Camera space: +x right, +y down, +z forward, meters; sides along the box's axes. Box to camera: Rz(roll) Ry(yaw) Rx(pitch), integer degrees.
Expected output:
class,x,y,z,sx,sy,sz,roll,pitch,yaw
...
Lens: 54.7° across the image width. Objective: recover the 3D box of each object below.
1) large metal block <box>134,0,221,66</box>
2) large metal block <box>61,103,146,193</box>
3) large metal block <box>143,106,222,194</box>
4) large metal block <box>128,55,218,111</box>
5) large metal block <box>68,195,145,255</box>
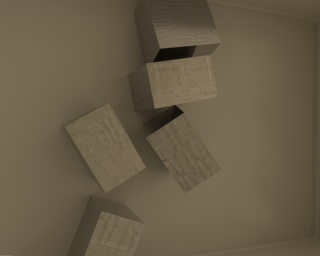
class,x,y,z,sx,sy,sz,roll,pitch,yaw
large metal block,0.020,-0.127,0.394,0.081,0.050,0.080,-11,77,-20
large metal block,-0.068,0.020,0.357,0.050,0.080,0.080,-32,101,-17
large metal block,0.024,0.022,0.385,0.050,0.080,0.080,-34,102,2
large metal block,0.013,-0.054,0.387,0.081,0.080,0.050,-12,95,-20
large metal block,-0.066,0.131,0.358,0.050,0.080,0.080,23,82,-19
